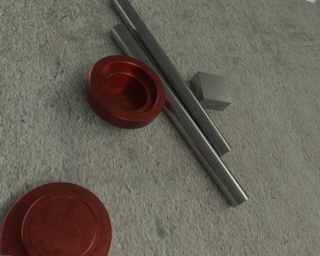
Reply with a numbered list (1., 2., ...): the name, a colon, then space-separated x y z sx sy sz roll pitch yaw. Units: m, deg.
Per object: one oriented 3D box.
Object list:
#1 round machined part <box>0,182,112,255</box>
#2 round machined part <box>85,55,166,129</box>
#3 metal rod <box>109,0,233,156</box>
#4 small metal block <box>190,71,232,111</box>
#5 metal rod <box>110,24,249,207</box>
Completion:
1. round machined part: -0.092 0.096 0.285 0.099 0.042 0.098 14 56 -21
2. round machined part: -0.046 -0.041 0.393 0.099 0.042 0.098 14 56 -21
3. metal rod: 0.010 -0.086 0.461 0.025 0.025 0.299 -24 75 -36
4. small metal block: 0.078 -0.057 0.480 0.050 0.025 0.050 7 59 -25
5. metal rod: 0.021 -0.025 0.430 0.025 0.025 0.299 -27 76 -37
